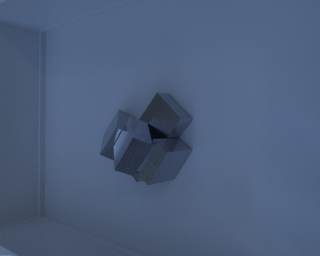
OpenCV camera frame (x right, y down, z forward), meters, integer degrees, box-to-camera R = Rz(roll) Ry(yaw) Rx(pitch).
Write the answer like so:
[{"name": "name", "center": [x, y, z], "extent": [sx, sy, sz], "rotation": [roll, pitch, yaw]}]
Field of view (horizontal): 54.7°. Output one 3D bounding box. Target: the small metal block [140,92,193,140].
[{"name": "small metal block", "center": [0.006, -0.010, 0.398], "extent": [0.050, 0.025, 0.050], "rotation": [50, 119, 28]}]

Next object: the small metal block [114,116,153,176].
[{"name": "small metal block", "center": [-0.035, 0.022, 0.383], "extent": [0.050, 0.025, 0.050], "rotation": [-59, 23, 23]}]

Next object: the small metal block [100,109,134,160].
[{"name": "small metal block", "center": [-0.060, 0.010, 0.436], "extent": [0.050, 0.025, 0.050], "rotation": [-55, 20, 26]}]

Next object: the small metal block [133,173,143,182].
[{"name": "small metal block", "center": [-0.024, 0.037, 0.422], "extent": [0.050, 0.025, 0.050], "rotation": [50, 119, 28]}]

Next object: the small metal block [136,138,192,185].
[{"name": "small metal block", "center": [0.005, 0.040, 0.382], "extent": [0.025, 0.050, 0.050], "rotation": [43, 116, 31]}]
